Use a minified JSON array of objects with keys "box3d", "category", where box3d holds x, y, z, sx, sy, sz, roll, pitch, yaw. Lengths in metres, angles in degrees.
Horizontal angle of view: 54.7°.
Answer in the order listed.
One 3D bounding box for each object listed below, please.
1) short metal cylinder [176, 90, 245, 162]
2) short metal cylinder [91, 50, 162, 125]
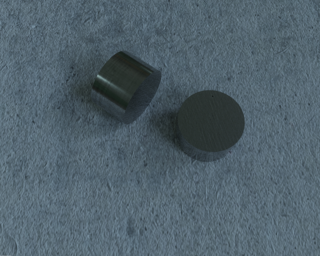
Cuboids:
[{"box3d":[0.062,-0.001,0.396,0.081,0.050,0.080,0,70,0],"category":"short metal cylinder"},{"box3d":[-0.042,-0.051,0.397,0.050,0.080,0.080,34,74,11],"category":"short metal cylinder"}]
